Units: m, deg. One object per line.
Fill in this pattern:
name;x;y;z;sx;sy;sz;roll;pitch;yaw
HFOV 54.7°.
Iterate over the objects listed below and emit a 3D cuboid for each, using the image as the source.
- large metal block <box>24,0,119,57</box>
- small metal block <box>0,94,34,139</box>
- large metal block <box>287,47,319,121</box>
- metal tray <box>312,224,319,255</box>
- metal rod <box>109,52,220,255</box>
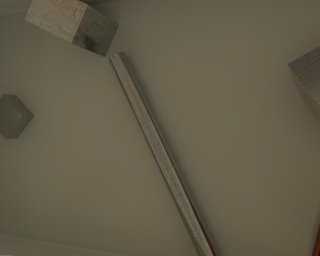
large metal block;-0.117;-0.143;0.421;0.080;0.080;0.050;29;100;17
small metal block;-0.238;-0.018;0.492;0.050;0.025;0.050;45;104;14
large metal block;0.190;-0.046;0.311;0.080;0.050;0.080;-29;46;17
metal tray;0.199;0.098;0.303;0.030;0.090;0.129;12;94;-4
metal rod;0.003;0.035;0.408;0.025;0.025;0.299;-28;81;17
